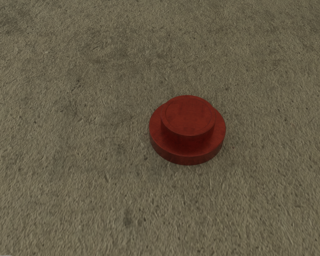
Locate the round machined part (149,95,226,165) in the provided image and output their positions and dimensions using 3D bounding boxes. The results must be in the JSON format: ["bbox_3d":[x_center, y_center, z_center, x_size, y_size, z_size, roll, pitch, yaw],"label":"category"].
[{"bbox_3d":[0.035,-0.004,0.396,0.099,0.042,0.098,0,50,0],"label":"round machined part"}]
